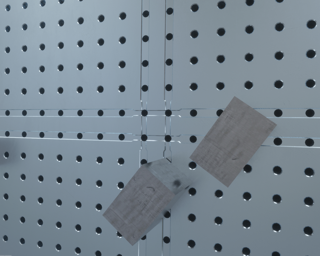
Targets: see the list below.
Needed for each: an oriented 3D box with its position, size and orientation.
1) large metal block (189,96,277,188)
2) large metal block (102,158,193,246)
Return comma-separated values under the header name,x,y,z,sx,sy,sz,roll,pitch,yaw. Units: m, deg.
name,x,y,z,sx,sy,sz,roll,pitch,yaw
large metal block,0.086,0.014,0.353,0.050,0.080,0.080,38,102,16
large metal block,-0.012,0.087,0.387,0.050,0.080,0.080,41,103,15
